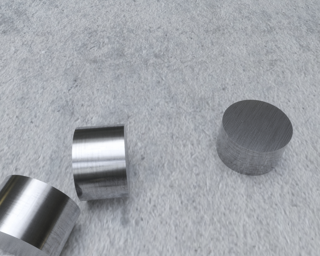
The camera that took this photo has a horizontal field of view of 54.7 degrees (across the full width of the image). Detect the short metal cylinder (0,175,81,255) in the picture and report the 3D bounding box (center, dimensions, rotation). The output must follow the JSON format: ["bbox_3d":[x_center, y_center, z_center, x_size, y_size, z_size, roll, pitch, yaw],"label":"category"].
[{"bbox_3d":[-0.124,0.088,0.292,0.080,0.080,0.050,13,51,10],"label":"short metal cylinder"}]

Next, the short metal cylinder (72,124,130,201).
[{"bbox_3d":[-0.061,0.037,0.336,0.050,0.080,0.080,-4,50,-4],"label":"short metal cylinder"}]

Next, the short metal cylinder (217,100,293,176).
[{"bbox_3d":[0.113,0.011,0.379,0.081,0.050,0.080,0,50,0],"label":"short metal cylinder"}]
